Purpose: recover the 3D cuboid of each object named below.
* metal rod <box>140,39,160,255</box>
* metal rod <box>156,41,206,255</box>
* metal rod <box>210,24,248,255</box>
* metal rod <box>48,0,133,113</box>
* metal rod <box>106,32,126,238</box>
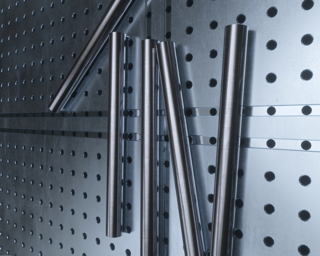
[{"bbox_3d":[-0.014,0.033,0.418,0.025,0.025,0.298,0,90,39],"label":"metal rod"},{"bbox_3d":[0.027,0.039,0.385,0.025,0.025,0.298,-13,82,39],"label":"metal rod"},{"bbox_3d":[0.075,0.039,0.346,0.025,0.025,0.298,6,94,39],"label":"metal rod"},{"bbox_3d":[-0.103,-0.134,0.491,0.299,0.025,0.025,-48,62,29],"label":"metal rod"},{"bbox_3d":[-0.065,0.010,0.460,0.025,0.025,0.298,2,91,39],"label":"metal rod"}]
